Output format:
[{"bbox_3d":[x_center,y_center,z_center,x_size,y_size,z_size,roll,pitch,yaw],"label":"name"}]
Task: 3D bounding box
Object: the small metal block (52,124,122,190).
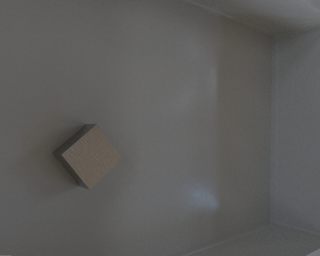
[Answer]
[{"bbox_3d":[-0.079,0.030,0.340,0.050,0.025,0.050,-46,117,-30],"label":"small metal block"}]
